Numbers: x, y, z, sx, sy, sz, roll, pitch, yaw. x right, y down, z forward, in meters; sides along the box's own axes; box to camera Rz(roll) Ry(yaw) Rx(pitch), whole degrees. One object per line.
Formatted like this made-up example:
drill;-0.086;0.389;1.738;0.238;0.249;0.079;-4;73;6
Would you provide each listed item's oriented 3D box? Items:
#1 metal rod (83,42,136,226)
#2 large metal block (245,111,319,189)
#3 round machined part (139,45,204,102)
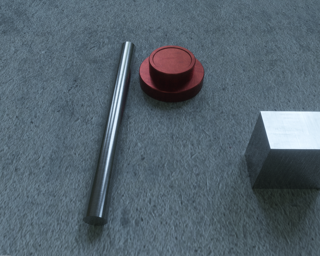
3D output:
metal rod;-0.060;-0.018;0.417;0.025;0.025;0.300;2;50;2
large metal block;0.148;0.027;0.347;0.081;0.080;0.050;0;50;0
round machined part;0.018;-0.087;0.466;0.099;0.042;0.098;0;50;0
